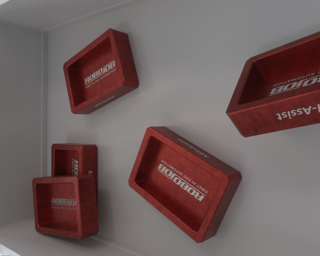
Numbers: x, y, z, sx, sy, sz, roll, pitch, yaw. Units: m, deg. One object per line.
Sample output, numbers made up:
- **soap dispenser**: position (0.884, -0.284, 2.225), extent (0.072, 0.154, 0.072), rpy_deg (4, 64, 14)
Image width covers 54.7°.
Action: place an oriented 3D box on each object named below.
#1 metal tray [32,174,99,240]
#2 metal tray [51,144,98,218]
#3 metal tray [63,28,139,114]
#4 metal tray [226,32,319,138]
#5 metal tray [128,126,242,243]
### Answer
- **metal tray**: position (-0.153, 0.121, 0.490), extent (0.130, 0.030, 0.089), rpy_deg (-10, 84, 39)
- **metal tray**: position (-0.146, 0.092, 0.524), extent (0.090, 0.030, 0.129), rpy_deg (0, 90, 40)
- **metal tray**: position (-0.096, -0.083, 0.483), extent (0.130, 0.030, 0.090), rpy_deg (-22, 76, 38)
- **metal tray**: position (0.128, -0.044, 0.257), extent (0.130, 0.090, 0.030), rpy_deg (-15, 124, 42)
- **metal tray**: position (0.024, 0.064, 0.383), extent (0.130, 0.030, 0.089), rpy_deg (32, 110, 35)
